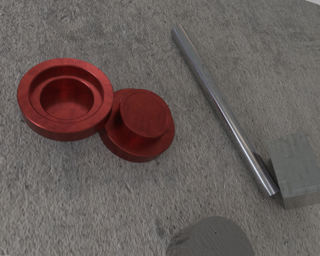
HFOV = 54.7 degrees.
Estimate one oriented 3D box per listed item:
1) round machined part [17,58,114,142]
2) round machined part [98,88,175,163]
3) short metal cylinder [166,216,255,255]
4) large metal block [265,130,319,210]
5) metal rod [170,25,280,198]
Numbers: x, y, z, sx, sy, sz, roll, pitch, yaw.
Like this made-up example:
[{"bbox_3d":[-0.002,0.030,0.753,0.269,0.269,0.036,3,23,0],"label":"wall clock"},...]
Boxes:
[{"bbox_3d":[-0.103,-0.028,0.346,0.099,0.042,0.098,7,59,-11],"label":"round machined part"},{"bbox_3d":[-0.025,-0.010,0.385,0.099,0.042,0.098,14,56,-21],"label":"round machined part"},{"bbox_3d":[0.053,0.140,0.331,0.081,0.050,0.080,14,56,-21],"label":"short metal cylinder"},{"bbox_3d":[0.185,0.061,0.424,0.080,0.050,0.080,46,32,-56],"label":"large metal block"},{"bbox_3d":[0.093,-0.036,0.475,0.025,0.025,0.299,-15,69,-34],"label":"metal rod"}]
